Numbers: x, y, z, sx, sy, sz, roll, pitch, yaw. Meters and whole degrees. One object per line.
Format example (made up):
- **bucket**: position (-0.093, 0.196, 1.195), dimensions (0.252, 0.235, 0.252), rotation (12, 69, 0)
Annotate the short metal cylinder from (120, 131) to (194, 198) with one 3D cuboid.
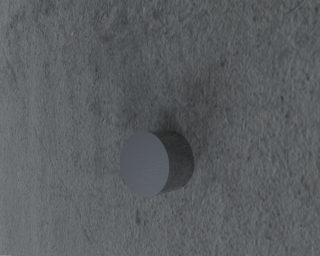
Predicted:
- **short metal cylinder**: position (-0.005, 0.043, 0.391), dimensions (0.080, 0.050, 0.079), rotation (0, 90, 39)
